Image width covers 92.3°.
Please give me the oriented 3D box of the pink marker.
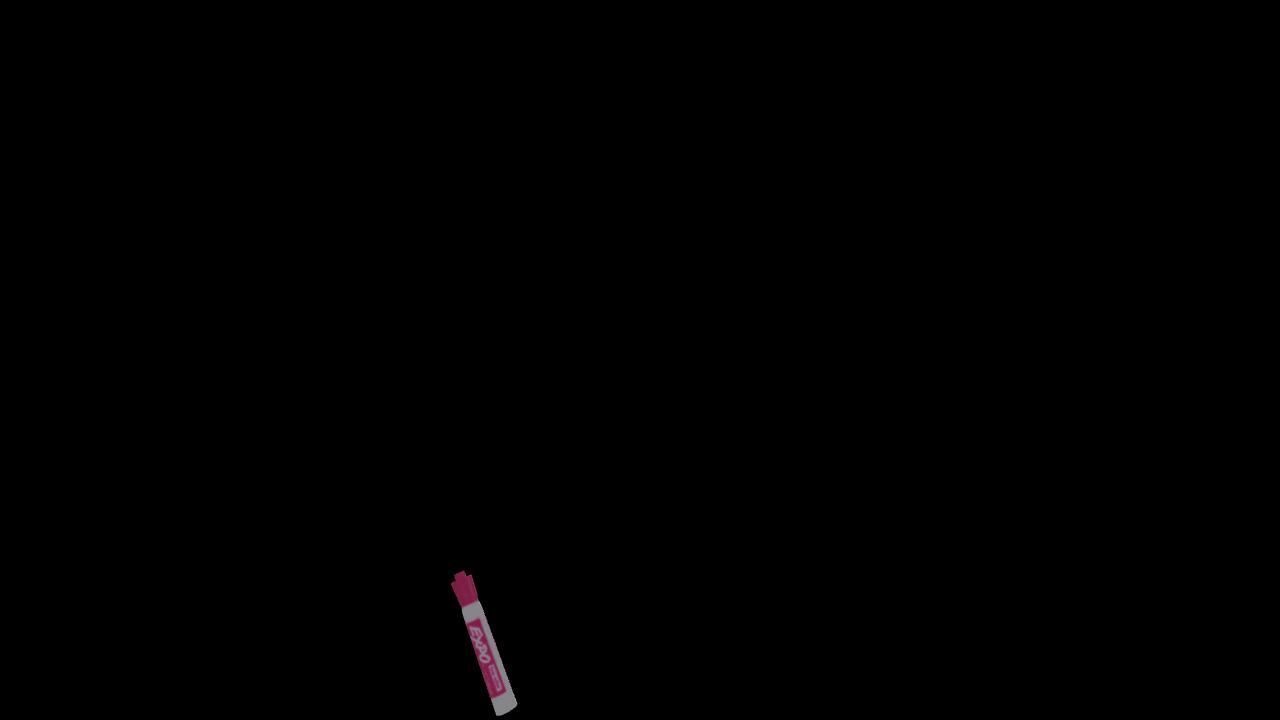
[{"bbox_3d":[-0.136,0.242,0.532,0.020,0.121,0.020,-23,-12,-5],"label":"pink marker"}]
